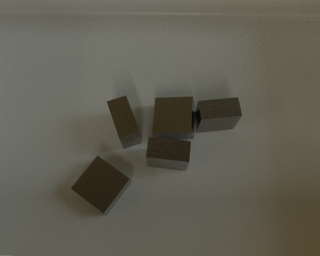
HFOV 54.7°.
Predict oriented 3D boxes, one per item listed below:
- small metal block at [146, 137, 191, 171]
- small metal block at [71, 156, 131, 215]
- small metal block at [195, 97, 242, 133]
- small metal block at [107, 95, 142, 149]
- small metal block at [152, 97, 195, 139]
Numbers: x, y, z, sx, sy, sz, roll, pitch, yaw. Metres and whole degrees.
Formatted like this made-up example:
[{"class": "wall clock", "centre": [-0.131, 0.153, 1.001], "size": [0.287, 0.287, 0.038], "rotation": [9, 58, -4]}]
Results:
[{"class": "small metal block", "centre": [0.010, 0.033, 0.384], "size": [0.050, 0.050, 0.025], "rotation": [6, 70, 2]}, {"class": "small metal block", "centre": [-0.071, 0.071, 0.383], "size": [0.050, 0.025, 0.050], "rotation": [34, 73, 11]}, {"class": "small metal block", "centre": [0.073, -0.016, 0.402], "size": [0.050, 0.050, 0.025], "rotation": [-6, 70, -3]}, {"class": "small metal block", "centre": [-0.045, -0.006, 0.398], "size": [0.025, 0.050, 0.050], "rotation": [-19, 71, -7]}, {"class": "small metal block", "centre": [0.019, -0.013, 0.409], "size": [0.050, 0.025, 0.050], "rotation": [-1, 70, 13]}]
